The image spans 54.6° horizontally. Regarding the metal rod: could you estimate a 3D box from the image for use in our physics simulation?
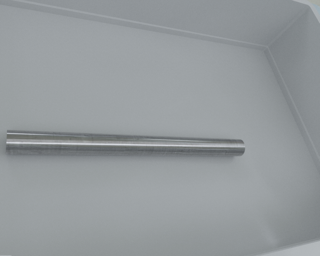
[{"bbox_3d":[-0.020,0.021,0.381,0.302,0.025,0.025,3,60,-27],"label":"metal rod"}]
